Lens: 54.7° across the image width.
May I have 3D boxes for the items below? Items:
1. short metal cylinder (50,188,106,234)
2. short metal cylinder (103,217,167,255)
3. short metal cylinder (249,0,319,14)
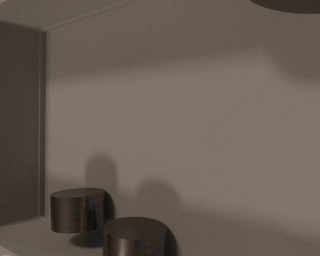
[{"bbox_3d":[-0.124,0.123,0.470,0.080,0.081,0.050,-3,88,39],"label":"short metal cylinder"},{"bbox_3d":[-0.032,0.151,0.395,0.080,0.081,0.050,4,93,39],"label":"short metal cylinder"},{"bbox_3d":[0.122,-0.136,0.270,0.080,0.081,0.050,19,102,38],"label":"short metal cylinder"}]
